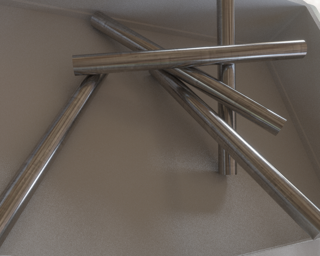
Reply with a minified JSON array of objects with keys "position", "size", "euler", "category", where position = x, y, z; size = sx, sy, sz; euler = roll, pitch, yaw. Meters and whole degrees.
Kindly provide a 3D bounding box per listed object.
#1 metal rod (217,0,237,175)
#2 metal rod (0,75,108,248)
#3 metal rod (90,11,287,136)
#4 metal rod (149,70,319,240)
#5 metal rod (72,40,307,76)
[{"position":[0.093,-0.086,0.431],"size":[0.025,0.025,0.298],"euler":[2,86,-28],"category":"metal rod"},{"position":[-0.122,0.029,0.322],"size":[0.025,0.025,0.300],"euler":[30,52,-10],"category":"metal rod"},{"position":[0.028,-0.080,0.420],"size":[0.300,0.025,0.025],"euler":[33,49,14],"category":"metal rod"},{"position":[0.071,0.002,0.371],"size":[0.025,0.025,0.300],"euler":[-11,44,-33],"category":"metal rod"},{"position":[0.044,-0.091,0.398],"size":[0.302,0.025,0.025],"euler":[-6,63,-9],"category":"metal rod"}]
